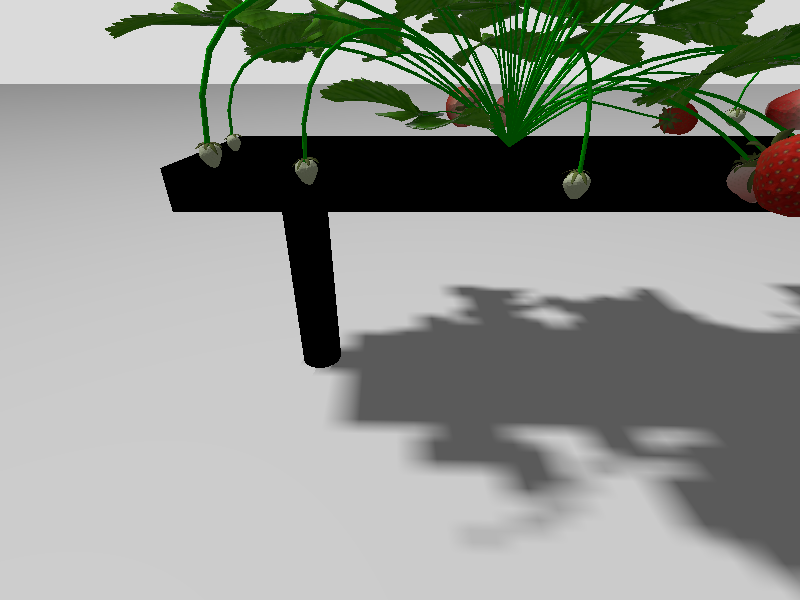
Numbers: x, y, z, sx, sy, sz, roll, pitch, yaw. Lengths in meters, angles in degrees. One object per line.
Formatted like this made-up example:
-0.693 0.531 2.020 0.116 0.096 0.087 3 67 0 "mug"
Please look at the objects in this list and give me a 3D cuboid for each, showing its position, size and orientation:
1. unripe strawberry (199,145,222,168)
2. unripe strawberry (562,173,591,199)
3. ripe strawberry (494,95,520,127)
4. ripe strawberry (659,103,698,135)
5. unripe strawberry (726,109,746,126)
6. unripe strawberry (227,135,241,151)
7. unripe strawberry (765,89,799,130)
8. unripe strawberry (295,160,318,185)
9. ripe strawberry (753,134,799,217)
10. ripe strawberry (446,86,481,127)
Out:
-0.085 -0.065 0.180 0.010 0.010 0.011 -25 38 -36 "unripe strawberry"
0.075 -0.048 0.170 0.011 0.011 0.010 3 30 4 "unripe strawberry"
0.121 -0.212 0.449 0.031 0.033 0.034 6 30 10 "ripe strawberry"
0.266 -0.172 0.379 0.032 0.028 0.032 -10 31 -18 "ripe strawberry"
0.356 -0.194 0.426 0.017 0.016 0.015 17 34 28 "unripe strawberry"
-0.122 -0.115 0.294 0.010 0.011 0.011 -5 30 -9 "unripe strawberry"
0.401 -0.194 0.407 0.045 0.038 0.045 19 35 31 "unripe strawberry"
-0.043 -0.059 0.186 0.010 0.011 0.011 23 37 34 "unripe strawberry"
0.165 -0.049 0.160 0.037 0.032 0.037 -11 45 -19 "ripe strawberry"
0.070 -0.218 0.452 0.039 0.041 0.042 -4 29 -7 "ripe strawberry"
